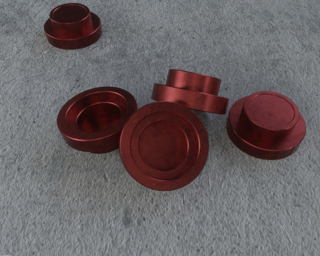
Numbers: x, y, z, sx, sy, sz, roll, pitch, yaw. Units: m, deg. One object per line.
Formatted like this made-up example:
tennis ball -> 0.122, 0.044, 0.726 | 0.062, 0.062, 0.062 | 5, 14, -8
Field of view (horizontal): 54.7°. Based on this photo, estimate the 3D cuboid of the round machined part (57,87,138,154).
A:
round machined part -> -0.074, -0.006, 0.390 | 0.099, 0.042, 0.098 | -5, 45, 5

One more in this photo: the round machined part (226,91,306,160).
round machined part -> 0.139, -0.010, 0.402 | 0.099, 0.042, 0.098 | 0, 50, 0

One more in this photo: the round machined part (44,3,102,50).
round machined part -> -0.155, -0.185, 0.546 | 0.099, 0.042, 0.098 | 0, 50, 0

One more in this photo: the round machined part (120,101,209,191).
round machined part -> 0.002, 0.021, 0.355 | 0.099, 0.042, 0.097 | 1, 84, -11

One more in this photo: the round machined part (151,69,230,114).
round machined part -> 0.041, -0.048, 0.398 | 0.099, 0.042, 0.098 | 12, 8, -1
